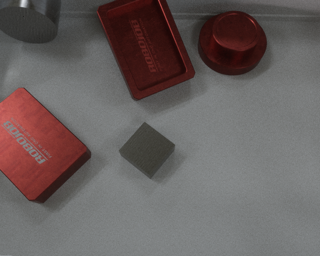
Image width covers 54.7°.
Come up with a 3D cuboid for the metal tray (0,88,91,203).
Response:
[{"bbox_3d":[-0.166,0.020,0.398,0.130,0.030,0.090,41,75,13],"label":"metal tray"}]

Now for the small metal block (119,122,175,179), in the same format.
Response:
[{"bbox_3d":[-0.016,0.029,0.399,0.050,0.025,0.050,37,74,12],"label":"small metal block"}]

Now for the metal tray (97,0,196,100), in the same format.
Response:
[{"bbox_3d":[-0.019,-0.112,0.421,0.091,0.030,0.129,-24,95,-8],"label":"metal tray"}]

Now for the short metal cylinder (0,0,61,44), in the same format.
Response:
[{"bbox_3d":[-0.185,-0.164,0.438,0.081,0.080,0.050,0,70,0],"label":"short metal cylinder"}]

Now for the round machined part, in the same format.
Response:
[{"bbox_3d":[0.107,-0.129,0.449,0.099,0.042,0.098,0,70,-1],"label":"round machined part"}]
